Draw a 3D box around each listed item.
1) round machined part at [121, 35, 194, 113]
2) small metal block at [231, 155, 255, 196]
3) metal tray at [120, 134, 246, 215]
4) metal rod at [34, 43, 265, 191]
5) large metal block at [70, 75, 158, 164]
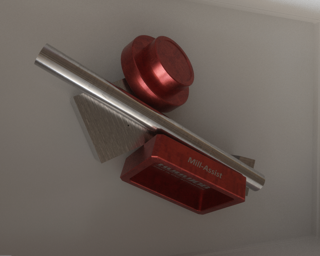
[{"bbox_3d":[0.004,-0.071,0.375,0.098,0.042,0.098,31,45,-35],"label":"round machined part"},{"bbox_3d":[0.103,0.064,0.435,0.025,0.050,0.050,16,85,-20],"label":"small metal block"},{"bbox_3d":[0.028,0.063,0.382,0.131,0.090,0.030,28,53,-19],"label":"metal tray"},{"bbox_3d":[0.004,-0.002,0.357,0.301,0.025,0.025,30,80,-18],"label":"metal rod"},{"bbox_3d":[-0.053,-0.012,0.376,0.081,0.050,0.080,-24,98,-19],"label":"large metal block"}]
